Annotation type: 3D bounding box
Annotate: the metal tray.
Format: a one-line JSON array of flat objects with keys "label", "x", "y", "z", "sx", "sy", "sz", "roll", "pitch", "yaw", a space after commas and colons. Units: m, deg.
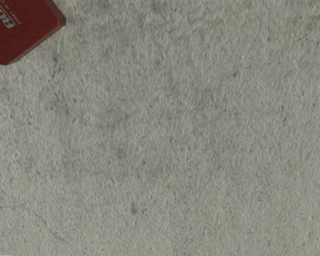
[{"label": "metal tray", "x": -0.184, "y": -0.149, "z": 0.350, "sx": 0.090, "sy": 0.030, "sz": 0.130, "roll": -33, "pitch": 107, "yaw": 11}]
